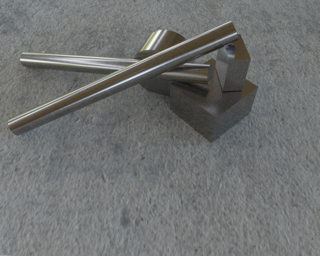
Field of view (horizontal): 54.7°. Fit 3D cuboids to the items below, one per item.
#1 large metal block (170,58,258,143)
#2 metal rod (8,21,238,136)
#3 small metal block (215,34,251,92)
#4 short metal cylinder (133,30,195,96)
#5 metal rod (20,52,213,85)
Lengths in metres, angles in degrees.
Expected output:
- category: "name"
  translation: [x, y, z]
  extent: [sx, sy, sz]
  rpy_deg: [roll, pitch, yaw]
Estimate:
- category: "large metal block"
  translation: [0.070, -0.039, 0.421]
  extent: [0.080, 0.050, 0.080]
  rpy_deg: [-35, 58, -25]
- category: "metal rod"
  translation: [-0.051, -0.058, 0.384]
  extent: [0.301, 0.025, 0.025]
  rpy_deg: [-22, 51, 8]
- category: "small metal block"
  translation: [0.090, -0.082, 0.390]
  extent: [0.025, 0.050, 0.050]
  rpy_deg: [-4, 51, -3]
- category: "short metal cylinder"
  translation: [0.005, -0.093, 0.449]
  extent: [0.080, 0.080, 0.050]
  rpy_deg: [16, 52, 13]
- category: "metal rod"
  translation: [-0.076, -0.088, 0.441]
  extent: [0.301, 0.025, 0.025]
  rpy_deg: [9, 50, 22]
